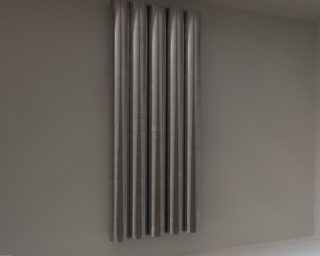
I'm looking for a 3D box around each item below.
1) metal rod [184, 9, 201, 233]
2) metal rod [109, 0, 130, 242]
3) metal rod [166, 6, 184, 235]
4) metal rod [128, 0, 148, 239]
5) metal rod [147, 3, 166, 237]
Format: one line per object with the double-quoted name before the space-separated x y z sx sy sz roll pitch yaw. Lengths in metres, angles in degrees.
"metal rod" 0.043 -0.009 0.425 0.025 0.025 0.298 0 90 -20
"metal rod" -0.051 -0.010 0.390 0.025 0.025 0.298 0 90 -20
"metal rod" 0.020 -0.010 0.416 0.025 0.025 0.298 0 90 -20
"metal rod" -0.029 -0.010 0.399 0.025 0.025 0.298 0 90 -20
"metal rod" -0.005 -0.010 0.407 0.025 0.025 0.298 0 90 -20
